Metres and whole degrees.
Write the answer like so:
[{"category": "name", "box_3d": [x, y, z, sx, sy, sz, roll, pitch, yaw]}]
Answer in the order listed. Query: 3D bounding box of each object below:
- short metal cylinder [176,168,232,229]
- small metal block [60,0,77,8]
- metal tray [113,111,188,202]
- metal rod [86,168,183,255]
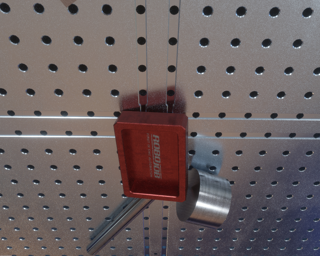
[{"category": "short metal cylinder", "box_3d": [0.064, 0.105, 0.466, 0.050, 0.080, 0.079, 18, 128, -15]}, {"category": "small metal block", "box_3d": [-0.082, -0.149, 0.284, 0.050, 0.025, 0.050, -26, 126, 20]}, {"category": "metal tray", "box_3d": [-0.008, 0.041, 0.422, 0.090, 0.030, 0.129, 3, 123, 10]}, {"category": "metal rod", "box_3d": [-0.051, 0.146, 0.535, 0.025, 0.025, 0.298, 27, 125, -21]}]
